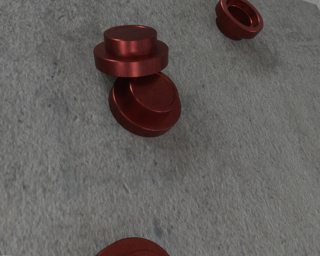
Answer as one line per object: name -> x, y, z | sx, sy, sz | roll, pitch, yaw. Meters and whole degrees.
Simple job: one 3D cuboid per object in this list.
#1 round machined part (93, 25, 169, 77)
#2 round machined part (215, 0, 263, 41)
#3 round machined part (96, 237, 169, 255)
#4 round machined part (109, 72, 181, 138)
round machined part -> -0.038, -0.106, 0.408 | 0.099, 0.042, 0.098 | 0, 34, 0
round machined part -> 0.149, -0.210, 0.604 | 0.099, 0.042, 0.098 | 14, 56, -21
round machined part -> -0.022, 0.153, 0.289 | 0.099, 0.042, 0.098 | 14, 56, -21
round machined part -> -0.015, -0.040, 0.411 | 0.099, 0.042, 0.098 | 14, 56, -21
